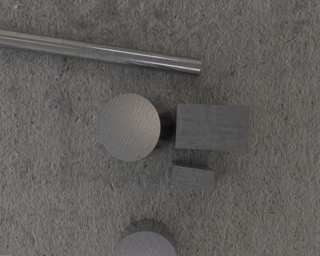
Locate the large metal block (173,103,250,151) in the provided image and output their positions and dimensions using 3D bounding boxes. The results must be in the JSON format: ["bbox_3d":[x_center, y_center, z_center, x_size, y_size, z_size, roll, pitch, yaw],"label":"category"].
[{"bbox_3d":[0.058,-0.001,0.383,0.081,0.080,0.050,3,90,0],"label":"large metal block"}]

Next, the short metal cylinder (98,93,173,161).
[{"bbox_3d":[-0.029,-0.001,0.385,0.080,0.050,0.079,0,90,20],"label":"short metal cylinder"}]

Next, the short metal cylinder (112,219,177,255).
[{"bbox_3d":[-0.018,0.164,0.397,0.081,0.050,0.079,0,90,0],"label":"short metal cylinder"}]

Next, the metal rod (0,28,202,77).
[{"bbox_3d":[-0.097,-0.102,0.408,0.302,0.025,0.025,9,90,0],"label":"metal rod"}]

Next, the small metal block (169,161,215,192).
[{"bbox_3d":[0.039,0.061,0.398,0.050,0.050,0.025,8,90,0],"label":"small metal block"}]
